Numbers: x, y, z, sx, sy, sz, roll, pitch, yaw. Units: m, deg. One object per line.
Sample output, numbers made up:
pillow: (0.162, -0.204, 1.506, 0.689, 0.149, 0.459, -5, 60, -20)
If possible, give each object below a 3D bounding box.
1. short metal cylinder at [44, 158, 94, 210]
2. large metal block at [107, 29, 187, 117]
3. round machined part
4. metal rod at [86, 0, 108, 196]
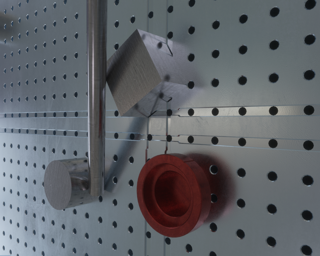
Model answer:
short metal cylinder: (-0.149, 0.091, 0.517, 0.080, 0.050, 0.080, 0, 90, 40)
large metal block: (-0.023, -0.069, 0.413, 0.080, 0.050, 0.080, -37, 67, 34)
round machined part: (0.021, 0.079, 0.381, 0.098, 0.042, 0.097, 0, 90, 40)
metal rod: (-0.088, -0.032, 0.430, 0.025, 0.025, 0.298, 27, 123, 37)
